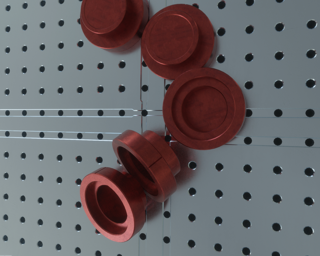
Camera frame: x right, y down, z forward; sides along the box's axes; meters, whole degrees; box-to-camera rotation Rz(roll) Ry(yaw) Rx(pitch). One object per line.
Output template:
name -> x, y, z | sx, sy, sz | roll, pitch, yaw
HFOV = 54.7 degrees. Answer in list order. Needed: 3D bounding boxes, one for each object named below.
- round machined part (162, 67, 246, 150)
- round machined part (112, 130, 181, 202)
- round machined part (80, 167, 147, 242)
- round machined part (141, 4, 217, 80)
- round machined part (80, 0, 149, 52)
round machined part -> 0.056, -0.023, 0.383 | 0.098, 0.042, 0.097 | 0, 91, 19
round machined part -> -0.013, 0.042, 0.388 | 0.042, 0.098, 0.098 | -38, 75, -23
round machined part -> -0.057, 0.096, 0.409 | 0.098, 0.042, 0.097 | 15, 117, 33
round machined part -> 0.020, -0.110, 0.396 | 0.098, 0.042, 0.097 | 0, 90, 19
round machined part -> -0.069, -0.158, 0.427 | 0.098, 0.042, 0.097 | 0, 90, 19
